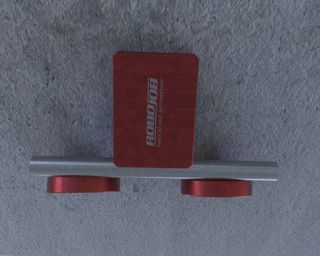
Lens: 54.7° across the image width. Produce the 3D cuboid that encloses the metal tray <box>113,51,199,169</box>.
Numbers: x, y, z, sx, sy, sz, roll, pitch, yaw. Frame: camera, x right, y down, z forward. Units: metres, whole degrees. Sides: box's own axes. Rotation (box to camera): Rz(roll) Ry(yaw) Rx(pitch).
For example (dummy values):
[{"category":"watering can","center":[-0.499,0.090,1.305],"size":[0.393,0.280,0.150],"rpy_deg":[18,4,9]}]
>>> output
[{"category":"metal tray","center":[-0.006,-0.020,0.353],"size":[0.091,0.030,0.129],"rpy_deg":[1,104,-2]}]

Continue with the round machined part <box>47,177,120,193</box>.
[{"category":"round machined part","center":[-0.105,0.069,0.434],"size":[0.099,0.042,0.098],"rpy_deg":[-1,169,0]}]

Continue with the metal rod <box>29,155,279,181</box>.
[{"category":"metal rod","center":[-0.005,0.050,0.387],"size":[0.302,0.025,0.025],"rpy_deg":[2,130,-2]}]

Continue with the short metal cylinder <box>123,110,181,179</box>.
[{"category":"short metal cylinder","center":[-0.009,0.022,0.412],"size":[0.081,0.050,0.079],"rpy_deg":[0,130,0]}]

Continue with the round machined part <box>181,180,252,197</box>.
[{"category":"round machined part","center":[0.079,0.072,0.437],"size":[0.099,0.042,0.098],"rpy_deg":[0,173,0]}]
